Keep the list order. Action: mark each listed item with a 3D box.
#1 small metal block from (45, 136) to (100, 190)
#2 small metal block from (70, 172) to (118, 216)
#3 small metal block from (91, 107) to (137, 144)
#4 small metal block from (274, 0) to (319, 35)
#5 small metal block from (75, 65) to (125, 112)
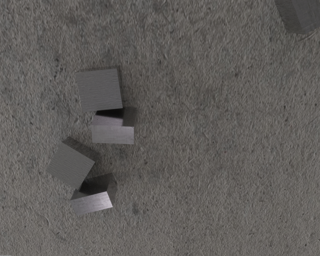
[{"bbox_3d":[-0.119,0.048,0.424,0.050,0.025,0.050,32,107,-5],"label":"small metal block"},{"bbox_3d":[-0.090,0.090,0.429,0.050,0.050,0.025,-15,110,5],"label":"small metal block"},{"bbox_3d":[-0.056,-0.005,0.392,0.050,0.050,0.025,3,121,-1],"label":"small metal block"},{"bbox_3d":[0.155,-0.135,0.348,0.025,0.050,0.050,-27,108,10],"label":"small metal block"},{"bbox_3d":[-0.074,-0.050,0.391,0.050,0.025,0.050,-6,110,2],"label":"small metal block"}]
